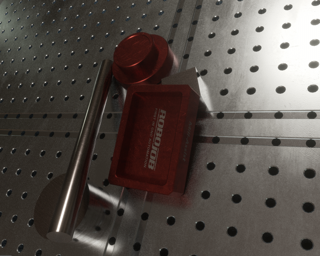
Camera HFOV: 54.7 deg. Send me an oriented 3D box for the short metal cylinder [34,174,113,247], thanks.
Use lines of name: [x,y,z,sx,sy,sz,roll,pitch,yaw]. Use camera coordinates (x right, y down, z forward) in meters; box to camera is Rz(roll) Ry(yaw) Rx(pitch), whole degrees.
short metal cylinder: [-0.106,0.102,0.384,0.080,0.050,0.080,-13,56,20]

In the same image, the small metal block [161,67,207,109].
small metal block: [0.032,-0.049,0.421,0.050,0.025,0.050,-17,55,17]

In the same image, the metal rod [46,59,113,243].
metal rod: [-0.093,0.002,0.410,0.025,0.025,0.300,-16,42,19]

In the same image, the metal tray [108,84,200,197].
metal tray: [-0.007,0.012,0.381,0.090,0.030,0.129,4,77,29]

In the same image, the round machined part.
round machined part: [-0.033,-0.109,0.480,0.098,0.042,0.098,-13,56,20]
